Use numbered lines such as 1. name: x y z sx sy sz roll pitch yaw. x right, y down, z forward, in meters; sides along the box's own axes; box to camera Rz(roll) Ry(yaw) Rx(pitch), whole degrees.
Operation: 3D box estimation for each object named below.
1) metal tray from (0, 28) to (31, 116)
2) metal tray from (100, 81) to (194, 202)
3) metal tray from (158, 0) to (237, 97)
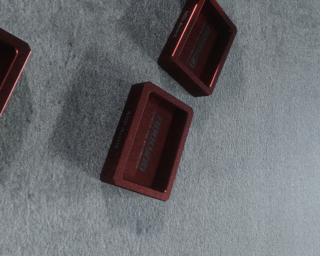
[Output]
1. metal tray: -0.177 -0.033 0.253 0.090 0.030 0.130 29 72 -37
2. metal tray: -0.012 0.018 0.393 0.090 0.030 0.130 28 72 -37
3. metal tray: 0.059 -0.122 0.452 0.090 0.030 0.130 37 67 -34
